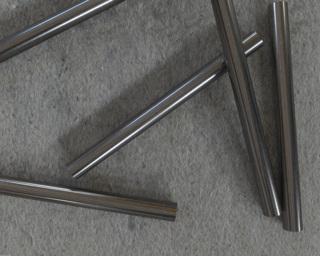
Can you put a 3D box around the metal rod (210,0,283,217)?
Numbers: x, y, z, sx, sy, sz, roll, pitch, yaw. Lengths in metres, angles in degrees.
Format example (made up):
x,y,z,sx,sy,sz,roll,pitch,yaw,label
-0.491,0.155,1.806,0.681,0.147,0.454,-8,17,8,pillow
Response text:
x,y,z,sx,sy,sz,roll,pitch,yaw,label
0.110,-0.030,0.393,0.025,0.025,0.298,-16,98,0,metal rod

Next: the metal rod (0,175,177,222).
x,y,z,sx,sy,sz,roll,pitch,yaw,label
-0.128,0.088,0.408,0.302,0.025,0.025,9,90,-1,metal rod

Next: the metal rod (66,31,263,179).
x,y,z,sx,sy,sz,roll,pitch,yaw,label
0.007,-0.030,0.410,0.301,0.025,0.025,-36,90,-1,metal rod

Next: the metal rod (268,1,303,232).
x,y,z,sx,sy,sz,roll,pitch,yaw,label
0.166,-0.015,0.412,0.025,0.025,0.298,-4,90,-1,metal rod

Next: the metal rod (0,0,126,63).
x,y,z,sx,sy,sz,roll,pitch,yaw,label
-0.143,-0.134,0.407,0.301,0.025,0.025,-27,90,-1,metal rod
